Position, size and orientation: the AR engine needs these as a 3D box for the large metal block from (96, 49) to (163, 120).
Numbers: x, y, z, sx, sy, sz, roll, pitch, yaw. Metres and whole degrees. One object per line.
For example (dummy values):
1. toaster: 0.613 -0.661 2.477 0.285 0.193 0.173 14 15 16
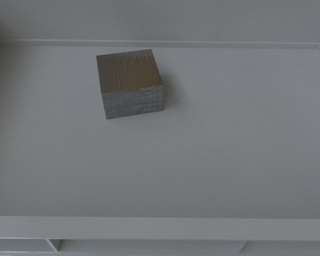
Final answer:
1. large metal block: -0.044 -0.064 0.442 0.081 0.050 0.080 -9 51 -8
